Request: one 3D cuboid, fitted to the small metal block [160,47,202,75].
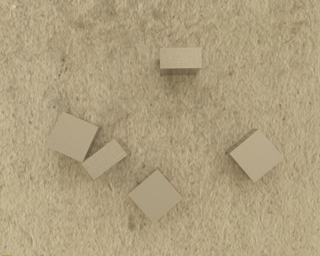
[{"bbox_3d":[0.025,-0.085,0.398,0.050,0.050,0.025,-1,90,-1],"label":"small metal block"}]

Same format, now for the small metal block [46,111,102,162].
[{"bbox_3d":[-0.112,0.011,0.409,0.050,0.025,0.050,24,90,-1],"label":"small metal block"}]

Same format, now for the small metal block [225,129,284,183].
[{"bbox_3d":[0.125,0.036,0.412,0.050,0.025,0.050,-40,91,0],"label":"small metal block"}]

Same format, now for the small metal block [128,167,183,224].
[{"bbox_3d":[-0.006,0.088,0.410,0.050,0.025,0.050,-41,91,0],"label":"small metal block"}]

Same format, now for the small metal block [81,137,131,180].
[{"bbox_3d":[-0.067,0.037,0.397,0.050,0.050,0.025,-37,90,0],"label":"small metal block"}]
